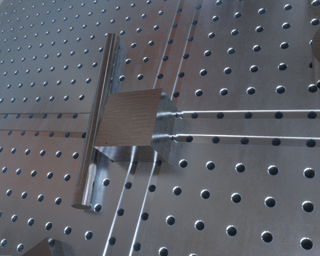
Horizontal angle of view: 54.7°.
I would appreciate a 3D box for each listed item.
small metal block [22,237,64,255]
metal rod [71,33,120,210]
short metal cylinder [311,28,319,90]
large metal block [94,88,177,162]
[{"bbox_3d":[-0.143,0.171,0.376,0.050,0.025,0.050,-36,51,3],"label":"small metal block"},{"bbox_3d":[-0.092,-0.028,0.471,0.025,0.025,0.299,-10,57,22],"label":"metal rod"},{"bbox_3d":[0.207,-0.076,0.330,0.080,0.050,0.080,-13,56,20],"label":"short metal cylinder"},{"bbox_3d":[-0.030,-0.002,0.407,0.080,0.050,0.080,-3,60,26],"label":"large metal block"}]
